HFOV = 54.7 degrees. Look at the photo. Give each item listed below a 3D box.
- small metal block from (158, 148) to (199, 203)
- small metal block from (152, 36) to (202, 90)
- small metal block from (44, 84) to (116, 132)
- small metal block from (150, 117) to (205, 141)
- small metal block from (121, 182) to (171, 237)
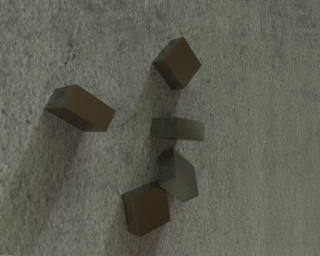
[{"bbox_3d":[0.024,0.063,0.411,0.050,0.025,0.050,42,27,-32],"label":"small metal block"},{"bbox_3d":[0.024,-0.088,0.427,0.050,0.025,0.050,51,60,-28],"label":"small metal block"},{"bbox_3d":[-0.083,-0.019,0.320,0.050,0.050,0.025,35,68,-35],"label":"small metal block"},{"bbox_3d":[0.023,0.002,0.410,0.050,0.050,0.025,9,84,-40],"label":"small metal block"},{"bbox_3d":[-0.017,0.101,0.393,0.050,0.025,0.050,-15,100,-39],"label":"small metal block"}]
